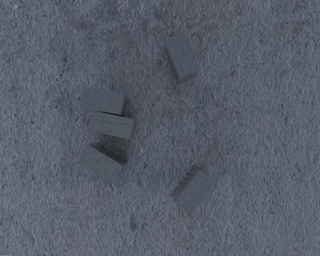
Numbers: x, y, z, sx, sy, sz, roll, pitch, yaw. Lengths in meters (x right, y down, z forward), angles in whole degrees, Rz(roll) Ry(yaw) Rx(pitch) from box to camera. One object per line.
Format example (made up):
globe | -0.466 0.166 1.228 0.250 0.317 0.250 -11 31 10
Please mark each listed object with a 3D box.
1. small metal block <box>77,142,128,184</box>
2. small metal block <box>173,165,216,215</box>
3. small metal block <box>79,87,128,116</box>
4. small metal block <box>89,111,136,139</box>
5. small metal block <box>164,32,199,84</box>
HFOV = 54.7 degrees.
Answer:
small metal block | -0.072 0.043 0.397 0.050 0.050 0.025 31 90 0
small metal block | 0.042 0.077 0.398 0.025 0.050 0.050 38 90 0
small metal block | -0.070 -0.033 0.397 0.050 0.050 0.025 10 90 0
small metal block | -0.058 -0.004 0.397 0.050 0.050 0.025 12 90 0
small metal block | 0.026 -0.088 0.397 0.025 0.050 0.050 -22 90 0
